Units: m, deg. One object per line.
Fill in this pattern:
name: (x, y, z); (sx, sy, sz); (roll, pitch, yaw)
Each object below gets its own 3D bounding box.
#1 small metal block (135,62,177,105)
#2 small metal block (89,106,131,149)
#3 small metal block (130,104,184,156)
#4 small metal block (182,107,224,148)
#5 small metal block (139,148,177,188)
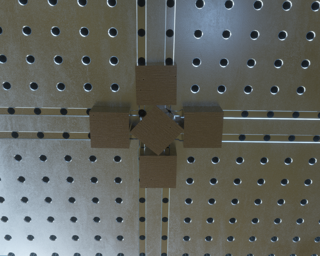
small metal block: (-0.005, -0.056, 0.393); (0.050, 0.025, 0.050); (-1, 110, -1)
small metal block: (-0.065, -0.001, 0.412); (0.050, 0.025, 0.050); (1, 110, -1)
small metal block: (-0.004, 0.000, 0.413); (0.050, 0.025, 0.050); (40, 105, -14)
small metal block: (0.056, -0.001, 0.414); (0.050, 0.025, 0.050); (0, 110, -1)
small metal block: (-0.003, 0.056, 0.434); (0.050, 0.025, 0.050); (0, 110, -1)
